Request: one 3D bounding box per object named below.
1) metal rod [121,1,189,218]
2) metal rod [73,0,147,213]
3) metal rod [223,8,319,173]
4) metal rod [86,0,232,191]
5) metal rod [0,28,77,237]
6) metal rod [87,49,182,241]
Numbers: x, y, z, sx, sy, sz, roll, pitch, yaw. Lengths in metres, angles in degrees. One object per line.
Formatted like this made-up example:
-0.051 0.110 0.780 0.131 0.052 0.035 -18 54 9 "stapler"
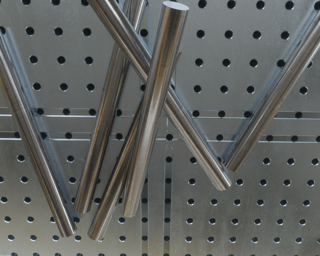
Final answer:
-0.016 0.004 0.374 0.025 0.025 0.298 12 125 -4 "metal rod"
-0.071 -0.017 0.406 0.025 0.025 0.298 16 109 -6 "metal rod"
0.165 -0.071 0.388 0.025 0.025 0.298 25 108 -9 "metal rod"
0.013 -0.029 0.378 0.025 0.025 0.300 -30 116 11 "metal rod"
-0.171 0.020 0.419 0.025 0.025 0.298 -12 110 4 "metal rod"
-0.041 0.033 0.424 0.025 0.025 0.298 21 109 -8 "metal rod"
